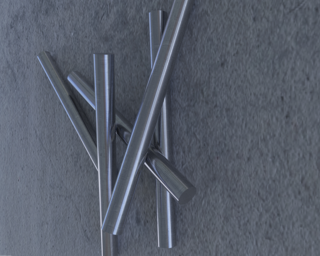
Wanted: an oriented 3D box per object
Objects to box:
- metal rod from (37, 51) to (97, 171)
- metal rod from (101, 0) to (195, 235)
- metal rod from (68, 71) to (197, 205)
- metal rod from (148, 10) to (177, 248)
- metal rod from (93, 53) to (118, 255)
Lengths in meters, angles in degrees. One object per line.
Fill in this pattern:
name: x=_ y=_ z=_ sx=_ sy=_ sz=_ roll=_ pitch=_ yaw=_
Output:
metal rod: x=-0.140 y=-0.022 z=0.517 sx=0.025 sy=0.025 sz=0.299 roll=-49 pitch=62 yaw=29
metal rod: x=-0.010 y=-0.026 z=0.363 sx=0.025 sy=0.025 sz=0.299 roll=13 pitch=83 yaw=39
metal rod: x=-0.057 y=-0.006 z=0.427 sx=0.300 sy=0.025 sz=0.025 roll=42 pitch=116 yaw=39
metal rod: x=0.003 y=0.000 z=0.400 sx=0.025 sy=0.025 sz=0.298 roll=-4 pitch=88 yaw=39
metal rod: x=-0.071 y=0.052 z=0.419 sx=0.025 sy=0.025 sz=0.298 roll=17 pitch=114 yaw=38
